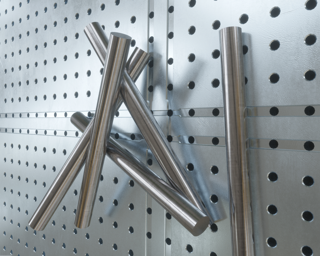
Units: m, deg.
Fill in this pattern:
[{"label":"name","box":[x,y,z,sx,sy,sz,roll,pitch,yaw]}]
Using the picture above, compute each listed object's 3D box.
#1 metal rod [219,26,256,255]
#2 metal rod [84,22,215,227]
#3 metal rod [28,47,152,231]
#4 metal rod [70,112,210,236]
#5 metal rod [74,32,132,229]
[{"label":"metal rod","box":[0.086,0.040,0.339,0.025,0.025,0.298,-5,87,40]},{"label":"metal rod","box":[-0.020,-0.010,0.396,0.025,0.025,0.299,-38,76,34]},{"label":"metal rod","box":[-0.103,0.019,0.445,0.025,0.025,0.299,36,97,34]},{"label":"metal rod","box":[-0.049,0.043,0.425,0.300,0.025,0.025,33,111,43]},{"label":"metal rod","box":[-0.084,0.021,0.423,0.025,0.025,0.298,36,122,34]}]
